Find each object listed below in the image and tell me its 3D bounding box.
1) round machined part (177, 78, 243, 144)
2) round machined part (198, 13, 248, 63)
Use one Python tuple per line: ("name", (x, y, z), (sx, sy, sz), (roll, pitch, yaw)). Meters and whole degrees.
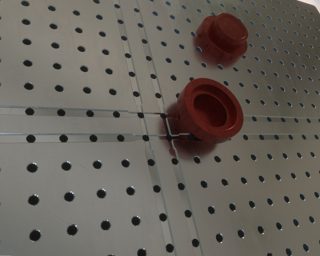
("round machined part", (0.068, -0.021, 0.449), (0.099, 0.042, 0.098), (14, 56, -21))
("round machined part", (0.122, -0.172, 0.571), (0.099, 0.042, 0.098), (14, 56, -21))
